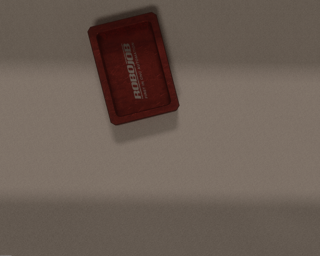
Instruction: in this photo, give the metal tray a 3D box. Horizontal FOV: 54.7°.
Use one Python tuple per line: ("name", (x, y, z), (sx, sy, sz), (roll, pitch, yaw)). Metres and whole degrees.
("metal tray", (-0.034, -0.076, 0.408), (0.091, 0.030, 0.129), (-14, 90, -1))
